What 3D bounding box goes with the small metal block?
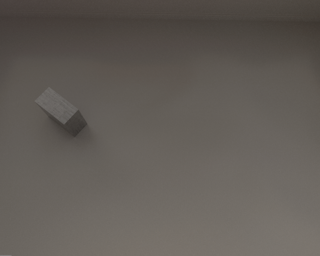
[{"bbox_3d":[-0.127,-0.019,0.402,0.050,0.050,0.025,36,74,12],"label":"small metal block"}]
